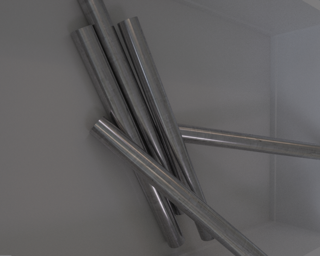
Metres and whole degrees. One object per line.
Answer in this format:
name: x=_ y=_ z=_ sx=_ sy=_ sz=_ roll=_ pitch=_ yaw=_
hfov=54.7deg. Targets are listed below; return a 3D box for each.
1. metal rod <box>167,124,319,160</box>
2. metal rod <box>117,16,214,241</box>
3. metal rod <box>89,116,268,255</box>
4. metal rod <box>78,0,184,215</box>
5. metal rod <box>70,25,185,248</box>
metal rod: x=0.148 y=0.024 z=0.458 sx=0.302 sy=0.025 sz=0.025 roll=8 pitch=85 yaw=-17
metal rod: x=0.015 y=0.012 z=0.390 sx=0.025 sy=0.025 sz=0.299 roll=-31 pitch=107 yaw=-36
metal rod: x=0.042 y=0.094 z=0.359 sx=0.300 sy=0.025 sz=0.025 roll=41 pitch=62 yaw=-4
metal rod: x=-0.024 y=-0.017 z=0.385 sx=0.025 sy=0.025 sz=0.299 roll=-36 pitch=112 yaw=-34
metal rod: x=-0.031 y=0.025 z=0.380 sx=0.025 sy=0.025 sz=0.299 roll=-35 pitch=112 yaw=-34
